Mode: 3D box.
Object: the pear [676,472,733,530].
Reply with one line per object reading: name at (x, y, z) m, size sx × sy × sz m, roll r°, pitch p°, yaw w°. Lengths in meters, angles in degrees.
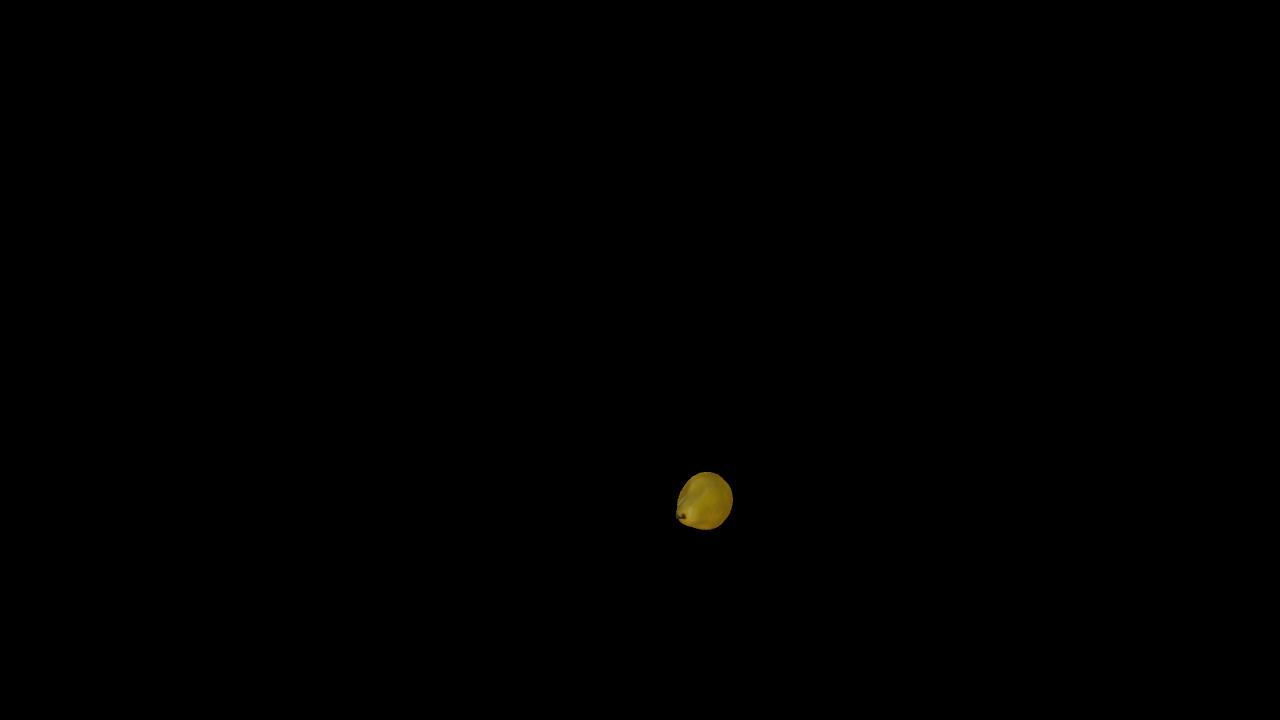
pear at (0.078, 0.202, 0.834) m, size 0.080 × 0.080 × 0.111 m, roll 0°, pitch 18°, yaw 38°
